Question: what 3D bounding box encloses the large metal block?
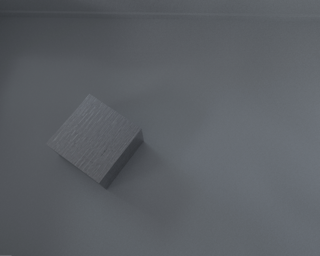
[{"bbox_3d":[-0.078,0.018,0.389,0.080,0.050,0.080,34,73,11],"label":"large metal block"}]
